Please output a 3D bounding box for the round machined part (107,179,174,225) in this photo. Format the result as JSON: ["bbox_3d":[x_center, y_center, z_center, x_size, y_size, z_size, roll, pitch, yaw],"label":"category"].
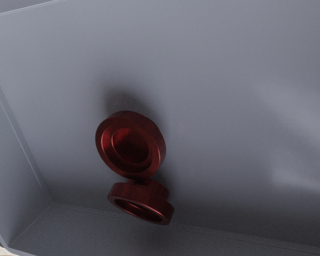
[{"bbox_3d":[-0.024,0.103,0.458,0.098,0.042,0.098,18,152,10],"label":"round machined part"}]

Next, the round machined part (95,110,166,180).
[{"bbox_3d":[-0.036,0.020,0.428,0.098,0.042,0.097,12,122,21],"label":"round machined part"}]
